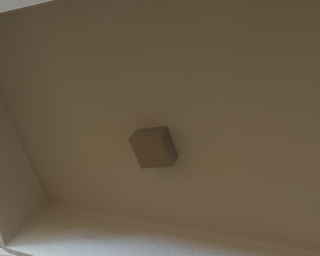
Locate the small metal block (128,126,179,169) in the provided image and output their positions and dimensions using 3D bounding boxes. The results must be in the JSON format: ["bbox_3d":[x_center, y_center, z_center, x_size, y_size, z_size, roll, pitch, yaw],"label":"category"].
[{"bbox_3d":[-0.009,0.027,0.429,0.050,0.025,0.050,-8,115,31],"label":"small metal block"}]
